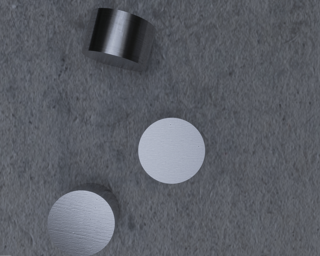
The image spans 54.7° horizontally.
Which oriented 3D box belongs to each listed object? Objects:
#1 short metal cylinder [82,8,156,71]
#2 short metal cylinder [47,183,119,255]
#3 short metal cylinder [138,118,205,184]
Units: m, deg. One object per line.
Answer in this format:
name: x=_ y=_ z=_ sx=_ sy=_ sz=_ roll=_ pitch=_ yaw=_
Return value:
short metal cylinder: x=-0.050 y=-0.106 z=0.382 sx=0.080 sy=0.080 sz=0.050 roll=13 pitch=90 yaw=-1
short metal cylinder: x=-0.095 y=0.114 z=0.396 sx=0.081 sy=0.050 sz=0.079 roll=0 pitch=90 yaw=-1
short metal cylinder: x=0.014 y=0.027 z=0.398 sx=0.081 sy=0.050 sz=0.079 roll=0 pitch=90 yaw=-1
